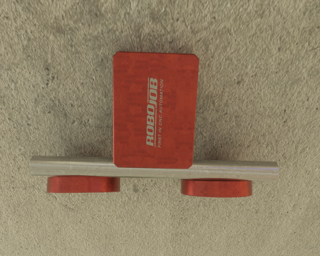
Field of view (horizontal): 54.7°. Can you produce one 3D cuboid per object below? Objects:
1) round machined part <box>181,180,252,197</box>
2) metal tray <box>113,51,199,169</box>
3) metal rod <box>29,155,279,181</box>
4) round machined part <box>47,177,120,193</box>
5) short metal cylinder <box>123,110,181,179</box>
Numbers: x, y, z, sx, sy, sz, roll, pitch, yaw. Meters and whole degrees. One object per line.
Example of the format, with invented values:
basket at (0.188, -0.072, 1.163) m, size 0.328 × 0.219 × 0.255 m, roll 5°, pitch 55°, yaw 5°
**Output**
round machined part at (0.079, 0.072, 0.437) m, size 0.099 × 0.042 × 0.098 m, roll 0°, pitch 173°, yaw 0°
metal tray at (-0.006, -0.020, 0.353) m, size 0.091 × 0.030 × 0.129 m, roll 1°, pitch 104°, yaw -2°
metal rod at (-0.005, 0.050, 0.387) m, size 0.302 × 0.025 × 0.025 m, roll 2°, pitch 130°, yaw -2°
round machined part at (-0.105, 0.069, 0.434) m, size 0.099 × 0.042 × 0.098 m, roll -1°, pitch 169°, yaw 0°
short metal cylinder at (-0.009, 0.022, 0.412) m, size 0.081 × 0.050 × 0.079 m, roll 0°, pitch 130°, yaw 0°
